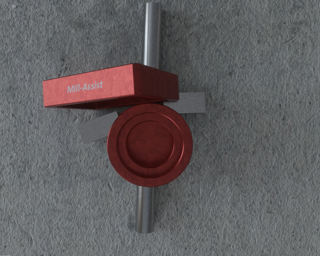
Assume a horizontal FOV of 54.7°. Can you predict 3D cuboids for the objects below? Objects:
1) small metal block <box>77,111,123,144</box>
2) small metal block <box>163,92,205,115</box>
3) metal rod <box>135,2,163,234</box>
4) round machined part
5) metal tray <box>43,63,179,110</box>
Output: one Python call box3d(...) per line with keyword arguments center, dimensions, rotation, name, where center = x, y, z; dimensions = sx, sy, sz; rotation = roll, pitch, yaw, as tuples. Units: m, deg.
box3d(center=(-0.072, -0.001, 0.398), dimensions=(0.050, 0.050, 0.025), rotation=(-19, 90, 0), name="small metal block")
box3d(center=(0.029, -0.030, 0.399), dimensions=(0.050, 0.050, 0.025), rotation=(-2, 90, -1), name="small metal block")
box3d(center=(-0.015, -0.013, 0.411), dimensions=(0.025, 0.025, 0.298), rotation=(2, 90, -1), name="metal rod")
box3d(center=(-0.012, 0.018, 0.375), dimensions=(0.099, 0.042, 0.097), rotation=(0, 93, -3), name="round machined part")
box3d(center=(-0.055, -0.042, 0.355), dimensions=(0.130, 0.090, 0.030), rotation=(-4, 89, 29), name="metal tray")
